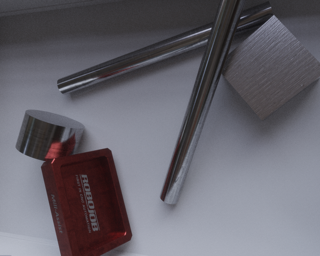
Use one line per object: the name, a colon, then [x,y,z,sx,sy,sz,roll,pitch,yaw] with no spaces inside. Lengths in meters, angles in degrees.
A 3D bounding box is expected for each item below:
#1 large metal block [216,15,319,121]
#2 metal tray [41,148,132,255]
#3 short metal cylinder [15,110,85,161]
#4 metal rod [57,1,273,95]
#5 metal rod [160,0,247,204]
large metal block: [0.124,-0.064,0.354,0.080,0.050,0.080,-40,78,15]
metal tray: [-0.093,0.098,0.405,0.030,0.091,0.129,-19,83,43]
short metal cylinder: [-0.153,0.011,0.434,0.080,0.080,0.050,21,97,18]
metal rod: [-0.007,-0.099,0.411,0.301,0.025,0.025,-15,85,19]
metal rod: [0.049,-0.040,0.349,0.025,0.025,0.298,23,114,18]
